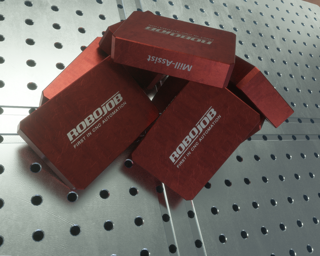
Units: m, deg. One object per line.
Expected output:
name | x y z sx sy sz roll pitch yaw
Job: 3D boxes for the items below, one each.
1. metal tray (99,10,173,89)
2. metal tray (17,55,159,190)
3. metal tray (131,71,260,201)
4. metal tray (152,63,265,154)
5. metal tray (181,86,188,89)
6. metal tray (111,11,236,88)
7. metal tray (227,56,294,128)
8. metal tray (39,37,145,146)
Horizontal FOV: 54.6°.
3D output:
metal tray | -0.015 -0.117 0.443 0.090 0.030 0.131 41 37 -2
metal tray | -0.073 -0.008 0.341 0.131 0.030 0.090 -45 104 -28
metal tray | 0.040 0.008 0.364 0.090 0.130 0.030 38 9 -4
metal tray | 0.063 -0.028 0.417 0.130 0.090 0.030 38 52 -2
metal tray | 0.082 -0.073 0.465 0.131 0.030 0.090 23 50 -39
metal tray | 0.019 -0.095 0.360 0.131 0.030 0.090 14 39 4
metal tray | 0.113 -0.062 0.422 0.090 0.030 0.130 39 12 -29
metal tray | -0.075 -0.050 0.394 0.090 0.030 0.130 34 51 -6
